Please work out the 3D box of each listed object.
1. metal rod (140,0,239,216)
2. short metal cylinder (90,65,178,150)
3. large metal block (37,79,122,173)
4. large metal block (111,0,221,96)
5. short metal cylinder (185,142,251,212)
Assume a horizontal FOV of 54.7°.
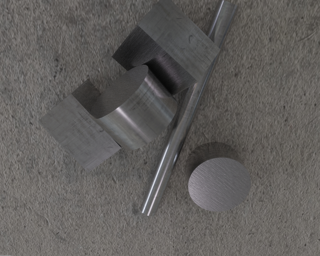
[{"bbox_3d":[0.031,-0.011,0.405,0.025,0.025,0.298,18,109,-7],"label":"metal rod"},{"bbox_3d":[-0.028,-0.023,0.336,0.080,0.080,0.050,-36,117,12],"label":"short metal cylinder"},{"bbox_3d":[-0.088,-0.006,0.377,0.050,0.080,0.080,-37,106,12],"label":"large metal block"},{"bbox_3d":[0.004,-0.083,0.343,0.080,0.080,0.050,41,65,-14],"label":"large metal block"},{"bbox_3d":[0.076,0.065,0.421,0.081,0.050,0.079,0,110,0],"label":"short metal cylinder"}]
